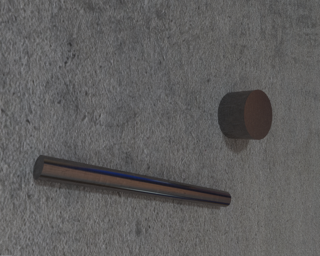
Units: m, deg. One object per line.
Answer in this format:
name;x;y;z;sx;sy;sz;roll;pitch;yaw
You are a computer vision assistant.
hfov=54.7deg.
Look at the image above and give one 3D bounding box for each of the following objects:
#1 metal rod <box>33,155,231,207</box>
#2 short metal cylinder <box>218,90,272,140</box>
metal rod;-0.008;0.076;0.399;0.302;0.025;0.025;19;78;-39
short metal cylinder;0.141;-0.021;0.509;0.081;0.050;0.079;0;90;-40
